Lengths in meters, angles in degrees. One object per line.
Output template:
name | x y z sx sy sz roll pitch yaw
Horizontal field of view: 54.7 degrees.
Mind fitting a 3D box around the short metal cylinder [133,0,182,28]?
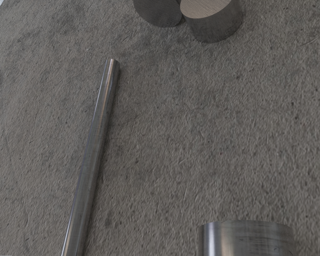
short metal cylinder | 0.004 -0.208 0.494 0.080 0.080 0.050 7 65 31

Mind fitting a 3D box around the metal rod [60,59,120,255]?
metal rod | -0.091 0.025 0.436 0.025 0.025 0.299 -8 58 24

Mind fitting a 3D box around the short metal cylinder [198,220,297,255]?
short metal cylinder | 0.073 0.113 0.261 0.080 0.080 0.050 -9 58 23

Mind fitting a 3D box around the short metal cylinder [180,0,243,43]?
short metal cylinder | 0.076 -0.172 0.453 0.080 0.050 0.080 -13 56 21
